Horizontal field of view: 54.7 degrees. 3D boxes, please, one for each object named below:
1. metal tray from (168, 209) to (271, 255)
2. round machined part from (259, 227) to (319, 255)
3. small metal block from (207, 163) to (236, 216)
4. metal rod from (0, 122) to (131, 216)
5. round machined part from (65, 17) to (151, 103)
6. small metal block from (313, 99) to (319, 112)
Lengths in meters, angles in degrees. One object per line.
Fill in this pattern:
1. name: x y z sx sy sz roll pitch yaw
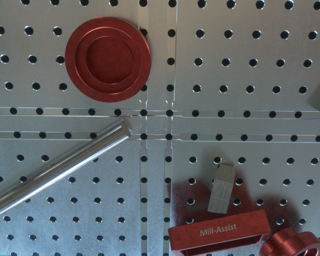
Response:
1. metal tray: 0.084 0.153 0.440 0.131 0.030 0.090 -13 150 4
2. round machined part: 0.188 0.187 0.460 0.099 0.042 0.097 -16 130 -19
3. small metal block: 0.086 0.084 0.429 0.025 0.050 0.050 13 111 14
4. metal rod: -0.172 0.078 0.440 0.300 0.025 0.025 -31 107 10
5. round machined part: -0.059 -0.083 0.373 0.099 0.042 0.097 0 110 0
6. small metal block: 0.241 -0.032 0.404 0.050 0.025 0.050 28 108 -10
